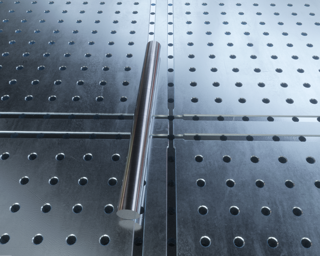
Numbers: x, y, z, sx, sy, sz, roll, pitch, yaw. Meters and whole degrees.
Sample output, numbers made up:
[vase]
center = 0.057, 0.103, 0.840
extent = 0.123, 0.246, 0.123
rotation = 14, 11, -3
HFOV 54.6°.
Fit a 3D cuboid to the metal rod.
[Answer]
[metal rod]
center = -0.022, -0.022, 0.426
extent = 0.025, 0.025, 0.300
rotation = 3, 50, 3
